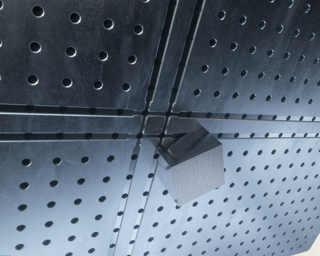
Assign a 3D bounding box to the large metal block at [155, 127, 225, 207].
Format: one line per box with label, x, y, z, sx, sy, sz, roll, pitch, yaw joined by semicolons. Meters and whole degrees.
large metal block;0.046;0.057;0.457;0.081;0.050;0.080;-23;127;-15
